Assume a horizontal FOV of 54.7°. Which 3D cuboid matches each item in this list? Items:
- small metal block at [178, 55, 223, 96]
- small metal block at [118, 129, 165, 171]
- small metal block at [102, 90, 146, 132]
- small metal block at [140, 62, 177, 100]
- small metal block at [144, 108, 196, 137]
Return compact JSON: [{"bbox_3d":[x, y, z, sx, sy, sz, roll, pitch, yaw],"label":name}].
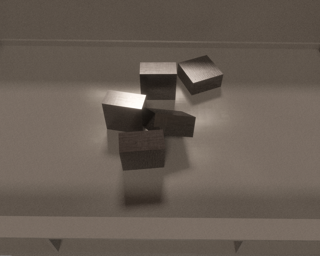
[{"bbox_3d":[0.061,-0.082,0.474,0.050,0.025,0.050,-18,53,-15],"label":"small metal block"},{"bbox_3d":[-0.021,0.027,0.364,0.050,0.050,0.025,-4,59,-4],"label":"small metal block"},{"bbox_3d":[-0.045,-0.020,0.405,0.050,0.050,0.025,9,51,7],"label":"small metal block"},{"bbox_3d":[-0.003,-0.067,0.445,0.050,0.050,0.025,-1,50,-1],"label":"small metal block"},{"bbox_3d":[0.011,-0.008,0.388,0.050,0.025,0.050,5,10,-17],"label":"small metal block"}]
